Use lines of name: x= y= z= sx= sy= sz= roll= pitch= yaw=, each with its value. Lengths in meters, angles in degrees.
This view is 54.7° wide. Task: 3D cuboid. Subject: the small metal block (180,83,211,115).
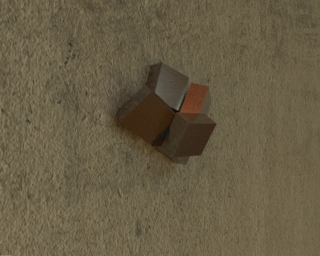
small metal block: x=0.051 y=-0.028 z=0.437 sx=0.050 sy=0.025 sz=0.050 roll=62 pitch=47 yaw=-64

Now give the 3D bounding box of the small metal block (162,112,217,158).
small metal block: x=0.037 y=0.009 z=0.392 sx=0.050 sy=0.025 sz=0.050 roll=0 pitch=123 yaw=-40

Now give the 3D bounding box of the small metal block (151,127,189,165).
small metal block: x=0.022 y=0.016 z=0.427 sx=0.050 sy=0.025 sz=0.050 roll=40 pitch=66 yaw=-33

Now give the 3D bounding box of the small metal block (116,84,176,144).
small metal block: x=-0.016 y=-0.017 z=0.380 sx=0.050 sy=0.025 sz=0.050 roll=-43 pitch=124 yaw=9

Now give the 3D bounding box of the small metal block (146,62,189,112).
small metal block: x=0.008 y=-0.053 z=0.415 sx=0.050 sy=0.025 sz=0.050 roll=22 pitch=76 yaw=-38
